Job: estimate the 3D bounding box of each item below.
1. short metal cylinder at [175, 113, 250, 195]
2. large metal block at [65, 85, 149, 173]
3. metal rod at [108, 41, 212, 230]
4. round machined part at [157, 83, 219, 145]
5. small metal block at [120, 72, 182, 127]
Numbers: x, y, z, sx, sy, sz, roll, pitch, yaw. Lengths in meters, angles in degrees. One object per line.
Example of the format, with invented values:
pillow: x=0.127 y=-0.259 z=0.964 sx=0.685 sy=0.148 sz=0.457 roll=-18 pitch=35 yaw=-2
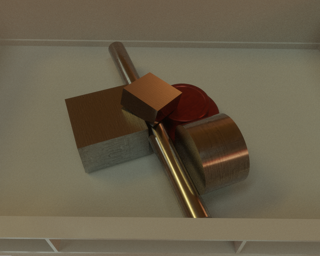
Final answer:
short metal cylinder: x=0.055 y=0.028 z=0.344 sx=0.050 sy=0.080 sz=0.080 roll=-16 pitch=52 yaw=-13
large metal block: x=-0.065 y=-0.001 z=0.384 sx=0.081 sy=0.050 sz=0.080 roll=-16 pitch=52 yaw=-13
metal rod: x=-0.014 y=-0.015 z=0.389 sx=0.025 sy=0.025 sz=0.300 roll=-16 pitch=52 yaw=-13
round machined part: x=0.030 y=-0.021 z=0.410 sx=0.099 sy=0.042 sz=0.098 roll=0 pitch=50 yaw=0
small metal block: x=-0.010 y=-0.035 z=0.370 sx=0.050 sy=0.025 sz=0.050 roll=35 pitch=46 yaw=17
